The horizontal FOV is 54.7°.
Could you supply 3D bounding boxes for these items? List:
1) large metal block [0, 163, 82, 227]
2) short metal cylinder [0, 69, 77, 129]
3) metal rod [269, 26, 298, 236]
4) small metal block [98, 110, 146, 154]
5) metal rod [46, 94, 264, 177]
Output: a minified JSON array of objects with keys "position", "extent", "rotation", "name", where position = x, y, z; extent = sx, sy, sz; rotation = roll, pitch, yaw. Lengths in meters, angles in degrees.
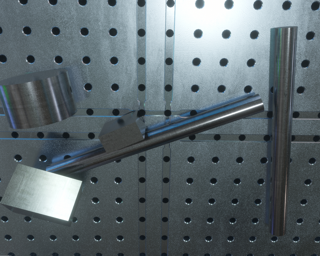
[{"position":[-0.151,0.092,0.410],"extent":[0.080,0.080,0.050],"rotation":[17,64,-7],"name":"large metal block"},{"position":[-0.145,-0.037,0.369],"extent":[0.080,0.080,0.050],"rotation":[-8,110,2],"name":"short metal cylinder"},{"position":[0.165,0.018,0.422],"extent":[0.025,0.025,0.298],"rotation":[-5,110,1],"name":"metal rod"},{"position":[-0.047,0.004,0.401],"extent":[0.050,0.050,0.025],"rotation":[-22,109,7],"name":"small metal block"},{"position":[-0.011,0.015,0.418],"extent":[0.301,0.025,0.025],"rotation":[-19,109,6],"name":"metal rod"}]
